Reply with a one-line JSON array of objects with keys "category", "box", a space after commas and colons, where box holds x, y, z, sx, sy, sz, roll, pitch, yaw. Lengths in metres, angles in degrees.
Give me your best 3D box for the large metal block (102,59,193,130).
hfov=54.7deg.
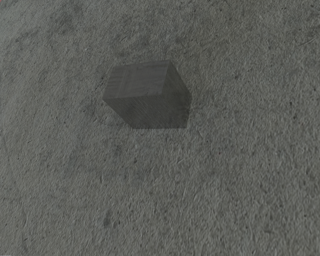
[{"category": "large metal block", "box": [-0.013, -0.039, 0.400, 0.080, 0.080, 0.050, -1, 61, 27]}]
